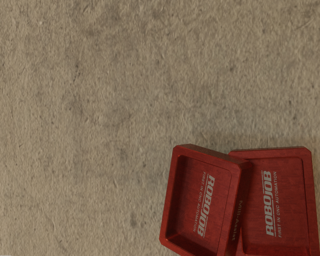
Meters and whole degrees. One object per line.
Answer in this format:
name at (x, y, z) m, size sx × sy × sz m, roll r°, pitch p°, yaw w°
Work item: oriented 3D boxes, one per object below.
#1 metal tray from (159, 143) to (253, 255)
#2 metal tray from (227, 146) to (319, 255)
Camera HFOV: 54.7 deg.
metal tray at (0.050, 0.092, 0.366) m, size 0.090 × 0.030 × 0.129 m, roll 15°, pitch 101°, yaw 38°
metal tray at (0.130, 0.088, 0.360) m, size 0.090 × 0.030 × 0.129 m, roll -5°, pitch 88°, yaw 19°
